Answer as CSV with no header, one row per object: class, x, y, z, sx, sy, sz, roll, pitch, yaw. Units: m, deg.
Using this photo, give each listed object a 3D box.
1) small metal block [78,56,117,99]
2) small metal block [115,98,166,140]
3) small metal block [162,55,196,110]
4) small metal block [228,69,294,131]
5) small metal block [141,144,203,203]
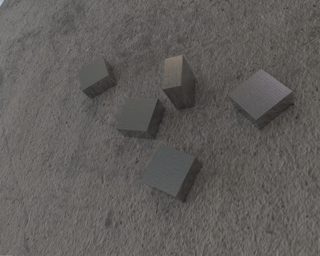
small metal block,-0.104,-0.083,0.509,0.050,0.025,0.050,-29,52,9
small metal block,-0.026,-0.013,0.426,0.050,0.025,0.050,4,64,30
small metal block,0.027,-0.059,0.410,0.025,0.050,0.050,-9,58,24
small metal block,0.118,-0.034,0.363,0.050,0.025,0.050,-39,51,2
small metal block,0.014,0.053,0.364,0.050,0.025,0.050,18,71,35
